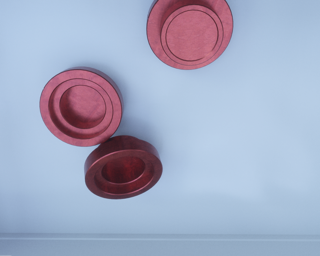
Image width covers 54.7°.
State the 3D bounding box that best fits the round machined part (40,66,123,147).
[{"bbox_3d":[-0.095,-0.029,0.390,0.099,0.042,0.097,0,110,-1],"label":"round machined part"}]

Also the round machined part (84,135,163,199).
[{"bbox_3d":[-0.049,0.047,0.406,0.099,0.042,0.097,-9,134,-10],"label":"round machined part"}]

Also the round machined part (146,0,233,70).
[{"bbox_3d":[0.034,-0.110,0.350,0.099,0.042,0.097,-1,125,-1],"label":"round machined part"}]
